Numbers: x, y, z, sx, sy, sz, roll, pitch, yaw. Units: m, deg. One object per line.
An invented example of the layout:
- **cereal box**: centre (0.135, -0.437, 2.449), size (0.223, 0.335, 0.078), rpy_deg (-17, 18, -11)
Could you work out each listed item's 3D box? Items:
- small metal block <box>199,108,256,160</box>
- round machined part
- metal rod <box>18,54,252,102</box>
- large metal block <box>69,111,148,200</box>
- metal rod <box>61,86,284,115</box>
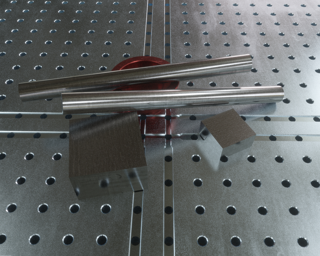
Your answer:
- **small metal block**: centre (0.087, 0.007, 0.403), size (0.050, 0.025, 0.050), rpy_deg (-21, 53, -17)
- **round machined part**: centre (-0.022, -0.057, 0.444), size (0.099, 0.042, 0.098), rpy_deg (0, 50, 0)
- **metal rod**: centre (-0.025, -0.067, 0.409), size (0.302, 0.025, 0.025), rpy_deg (-9, 51, -8)
- **large metal block**: centre (-0.061, 0.031, 0.365), size (0.081, 0.050, 0.080), rpy_deg (-8, 51, -7)
- **metal rod**: centre (0.032, -0.038, 0.399), size (0.303, 0.025, 0.025), rpy_deg (-5, 49, -21)
